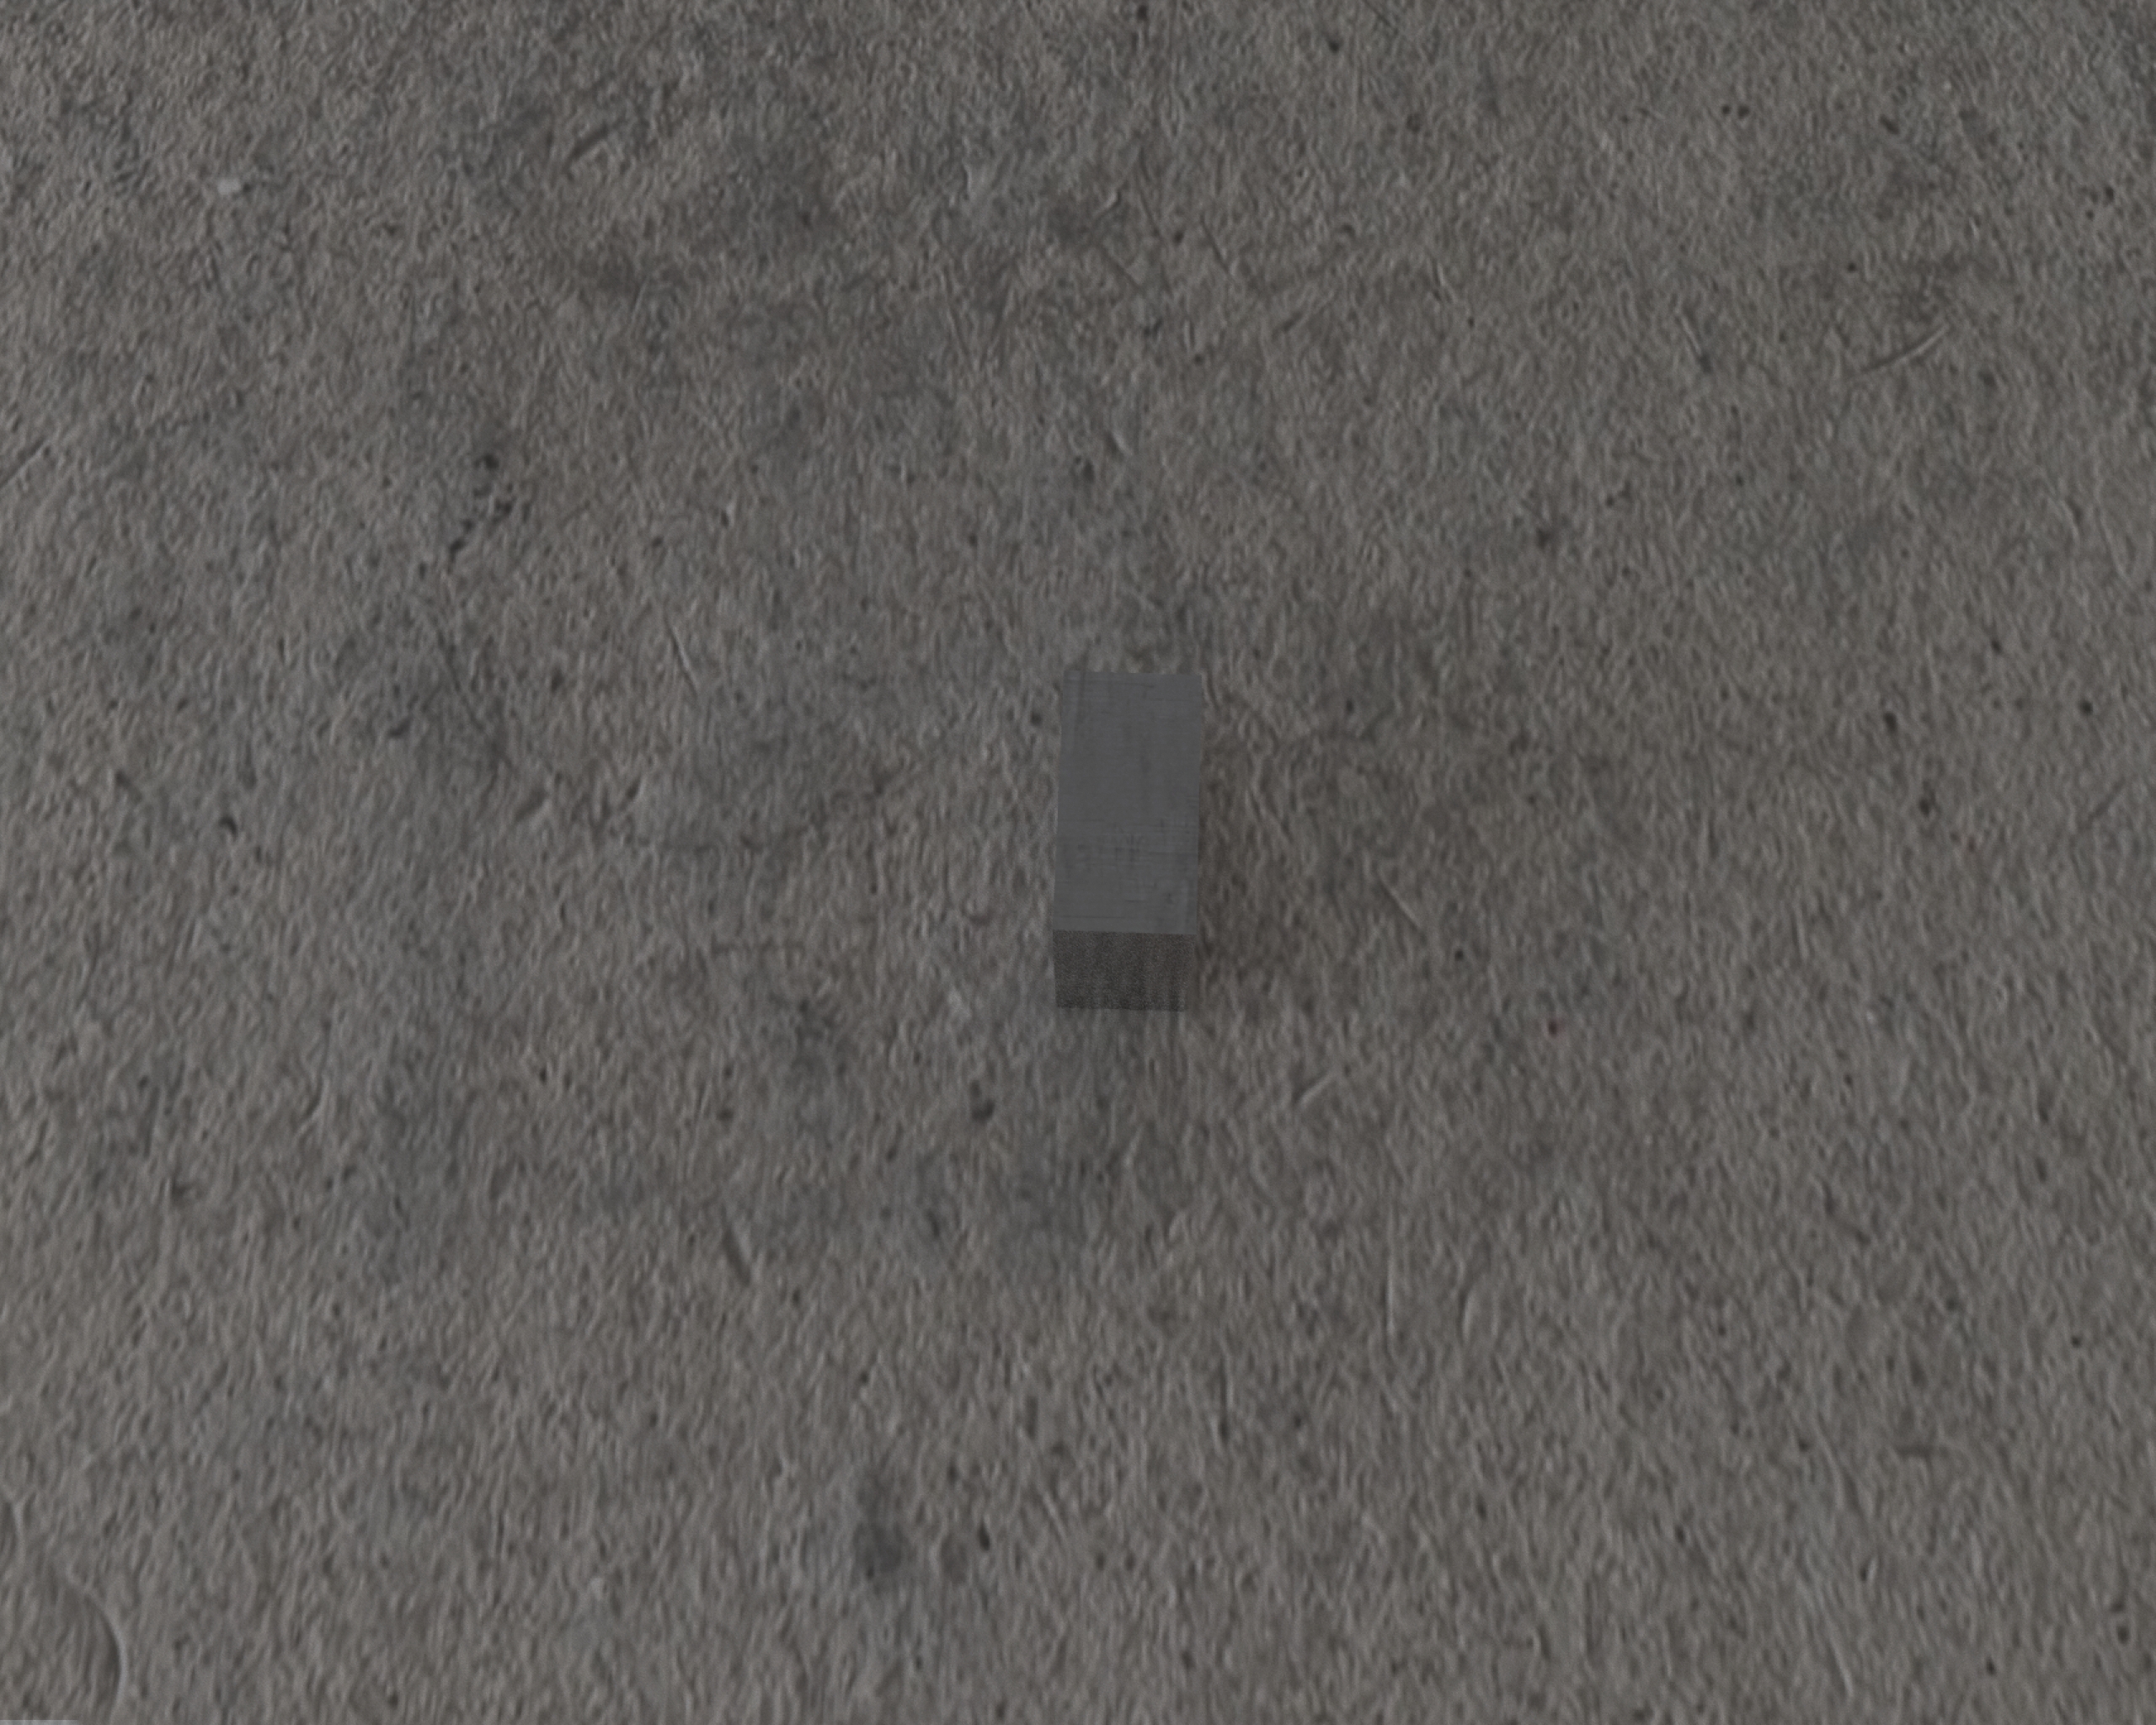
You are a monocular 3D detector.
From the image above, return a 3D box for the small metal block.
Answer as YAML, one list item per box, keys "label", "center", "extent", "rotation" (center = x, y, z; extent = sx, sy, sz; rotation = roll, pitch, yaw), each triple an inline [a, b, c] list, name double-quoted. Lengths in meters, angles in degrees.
- label: "small metal block"
  center: [0.009, -0.003, 0.396]
  extent: [0.025, 0.050, 0.050]
  rotation: [2, 70, 1]
